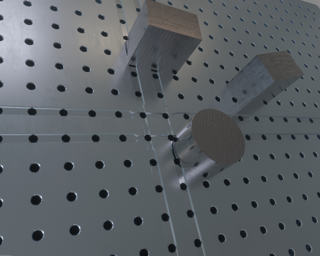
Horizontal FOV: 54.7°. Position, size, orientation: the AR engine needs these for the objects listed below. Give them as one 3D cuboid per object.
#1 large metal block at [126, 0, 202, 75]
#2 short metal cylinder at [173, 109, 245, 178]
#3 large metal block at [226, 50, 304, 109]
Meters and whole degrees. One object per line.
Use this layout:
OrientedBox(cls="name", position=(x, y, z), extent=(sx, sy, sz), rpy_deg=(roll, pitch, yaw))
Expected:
OrientedBox(cls="large metal block", position=(0.003, -0.130, 0.453), extent=(0.081, 0.080, 0.050), rpy_deg=(8, 59, -24))
OrientedBox(cls="short metal cylinder", position=(0.065, 0.021, 0.414), extent=(0.081, 0.050, 0.080), rpy_deg=(14, 56, -21))
OrientedBox(cls="large metal block", position=(0.173, -0.080, 0.514), extent=(0.081, 0.080, 0.050), rpy_deg=(-16, 70, -34))
